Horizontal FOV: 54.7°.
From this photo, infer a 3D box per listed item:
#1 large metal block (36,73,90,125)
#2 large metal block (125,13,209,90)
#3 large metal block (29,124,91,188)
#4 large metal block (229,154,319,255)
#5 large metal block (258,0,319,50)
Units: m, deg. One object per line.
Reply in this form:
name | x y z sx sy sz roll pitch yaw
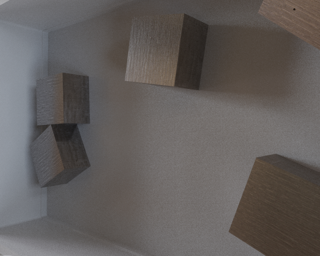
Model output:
large metal block | -0.166 -0.046 0.528 0.080 0.050 0.080 -3 88 40
large metal block | 0.007 -0.093 0.385 0.080 0.050 0.079 13 98 39
large metal block | -0.174 0.048 0.535 0.080 0.050 0.080 -35 68 34
large metal block | 0.123 0.078 0.289 0.080 0.050 0.079 26 106 37
large metal block | 0.143 -0.117 0.256 0.080 0.050 0.079 47 139 30
